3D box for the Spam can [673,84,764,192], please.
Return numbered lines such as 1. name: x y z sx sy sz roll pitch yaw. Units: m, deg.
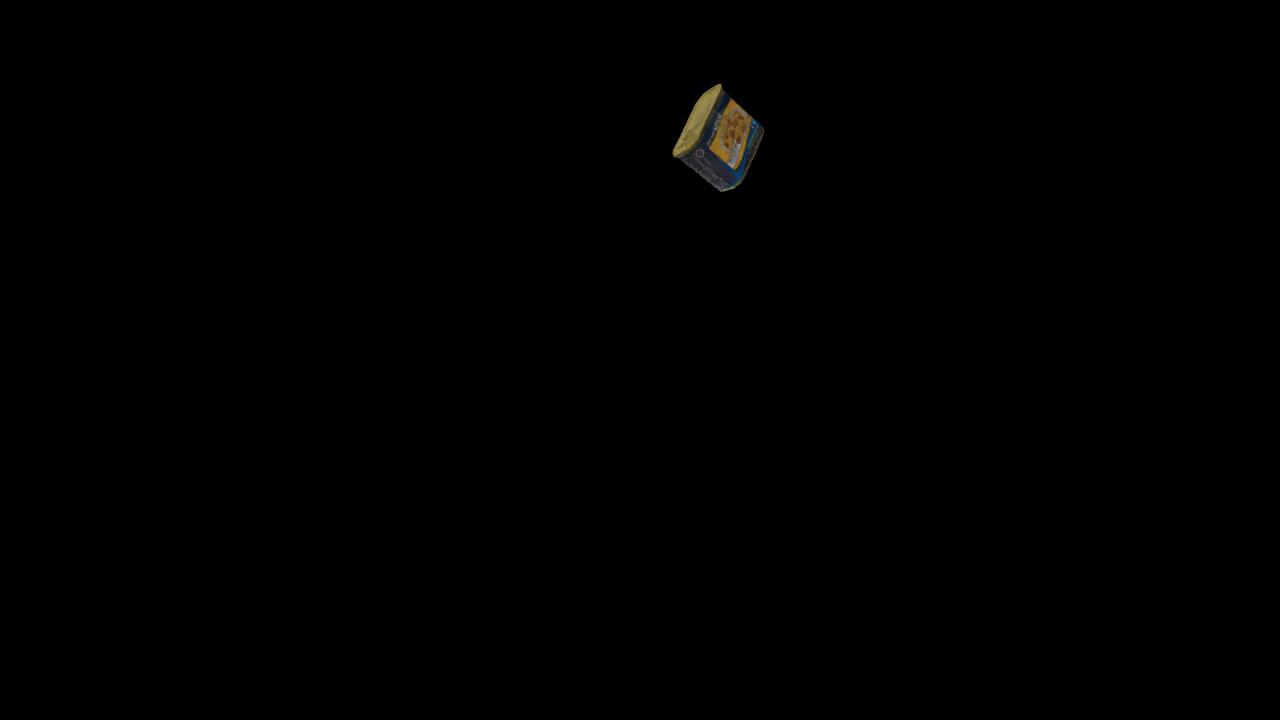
1. Spam can: 0.103 -0.281 0.788 0.085 0.101 0.058 30 -13 -26
